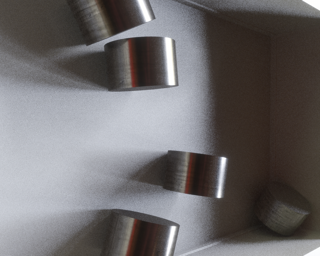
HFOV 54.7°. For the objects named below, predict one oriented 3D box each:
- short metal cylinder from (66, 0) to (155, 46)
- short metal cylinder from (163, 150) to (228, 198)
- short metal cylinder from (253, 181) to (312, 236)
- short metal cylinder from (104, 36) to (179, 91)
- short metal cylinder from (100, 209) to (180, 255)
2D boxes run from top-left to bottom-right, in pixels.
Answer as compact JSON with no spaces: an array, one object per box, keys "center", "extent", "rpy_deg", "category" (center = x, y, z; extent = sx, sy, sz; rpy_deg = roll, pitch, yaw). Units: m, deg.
[{"center":[-0.051,-0.125,0.327],"extent":[0.081,0.080,0.050],"rpy_deg":[-35,112,-35],"category":"short metal cylinder"},{"center":[0.047,0.060,0.410],"extent":[0.081,0.080,0.050],"rpy_deg":[14,82,-39],"category":"short metal cylinder"},{"center":[0.212,0.138,0.539],"extent":[0.081,0.080,0.050],"rpy_deg":[2,122,-40],"category":"short metal cylinder"},{"center":[-0.021,-0.070,0.353],"extent":[0.081,0.080,0.050],"rpy_deg":[-8,96,-40],"category":"short metal cylinder"},{"center":[-0.022,0.127,0.352],"extent":[0.080,0.080,0.050],"rpy_deg":[22,77,-38],"category":"short metal cylinder"}]
